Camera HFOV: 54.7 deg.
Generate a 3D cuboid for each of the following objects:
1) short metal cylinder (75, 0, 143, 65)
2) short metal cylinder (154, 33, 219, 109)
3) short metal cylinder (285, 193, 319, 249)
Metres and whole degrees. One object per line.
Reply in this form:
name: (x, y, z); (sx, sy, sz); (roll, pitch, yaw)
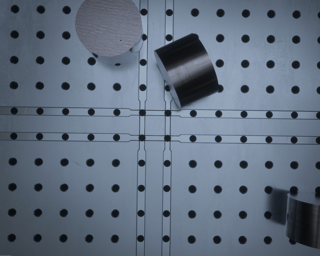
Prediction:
short metal cylinder: (-0.063, -0.127, 0.400); (0.081, 0.050, 0.079); (0, 90, -1)
short metal cylinder: (0.032, -0.070, 0.386); (0.050, 0.080, 0.080); (-25, 90, 0)
short metal cylinder: (0.201, 0.114, 0.389); (0.081, 0.080, 0.050); (4, 90, -1)
